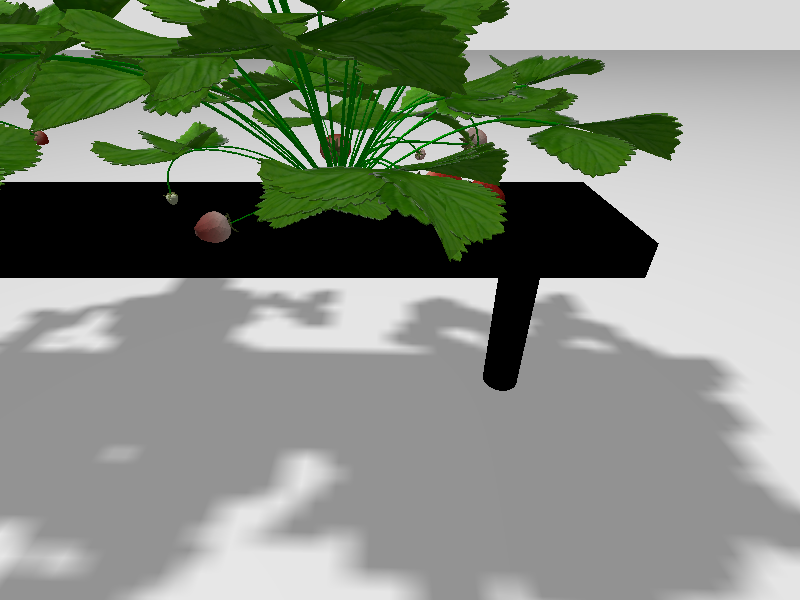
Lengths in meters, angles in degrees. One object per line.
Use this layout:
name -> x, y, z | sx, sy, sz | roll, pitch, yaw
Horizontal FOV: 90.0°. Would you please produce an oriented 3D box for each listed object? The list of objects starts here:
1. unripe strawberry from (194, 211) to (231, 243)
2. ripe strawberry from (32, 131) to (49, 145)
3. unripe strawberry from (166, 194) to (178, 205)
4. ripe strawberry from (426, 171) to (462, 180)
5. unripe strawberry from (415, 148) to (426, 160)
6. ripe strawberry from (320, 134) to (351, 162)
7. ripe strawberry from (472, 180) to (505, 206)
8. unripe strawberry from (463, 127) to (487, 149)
unripe strawberry -> -0.138, -0.052, 0.294 | 0.024, 0.023, 0.022 | -27, 42, -34
ripe strawberry -> -0.497, -0.223, 0.552 | 0.021, 0.018, 0.021 | 1, -1, 2
unripe strawberry -> -0.201, -0.089, 0.354 | 0.010, 0.010, 0.009 | -1, 34, -2
ripe strawberry -> 0.038, -0.100, 0.354 | 0.038, 0.032, 0.038 | 0, 34, 0
unripe strawberry -> 0.026, -0.177, 0.487 | 0.012, 0.014, 0.014 | 16, 15, 23
ripe strawberry -> -0.077, -0.181, 0.476 | 0.037, 0.032, 0.037 | -5, 33, -7
ripe strawberry -> 0.073, -0.087, 0.336 | 0.031, 0.030, 0.034 | 6, 34, 8
unripe strawberry -> 0.098, -0.203, 0.511 | 0.032, 0.033, 0.034 | 24, 40, 32
